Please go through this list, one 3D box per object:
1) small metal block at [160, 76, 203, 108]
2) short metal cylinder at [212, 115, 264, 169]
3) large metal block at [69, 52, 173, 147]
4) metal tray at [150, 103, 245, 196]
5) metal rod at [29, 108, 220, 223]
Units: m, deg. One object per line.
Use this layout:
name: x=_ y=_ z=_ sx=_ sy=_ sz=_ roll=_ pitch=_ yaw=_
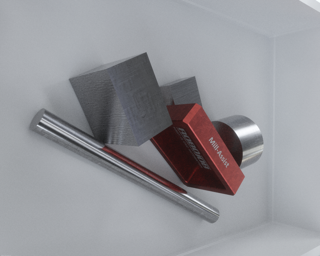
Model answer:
small metal block: x=0.029 y=-0.040 z=0.430 sx=0.050 sy=0.025 sz=0.050 roll=-26 pitch=106 yaw=-37
short metal cylinder: x=0.104 y=0.024 z=0.458 sx=0.050 sy=0.080 sz=0.079 roll=-15 pitch=100 yaw=-38
large metal block: x=-0.043 y=-0.029 z=0.334 sx=0.050 sy=0.080 sz=0.080 roll=-33 pitch=111 yaw=-35
metal tray: x=0.040 y=0.029 z=0.397 sx=0.030 sy=0.090 sz=0.130 roll=-52 pitch=121 yaw=-28
metal rod: x=-0.020 y=0.063 z=0.390 sx=0.301 sy=0.025 sz=0.025 roll=35 pitch=68 yaw=-35
